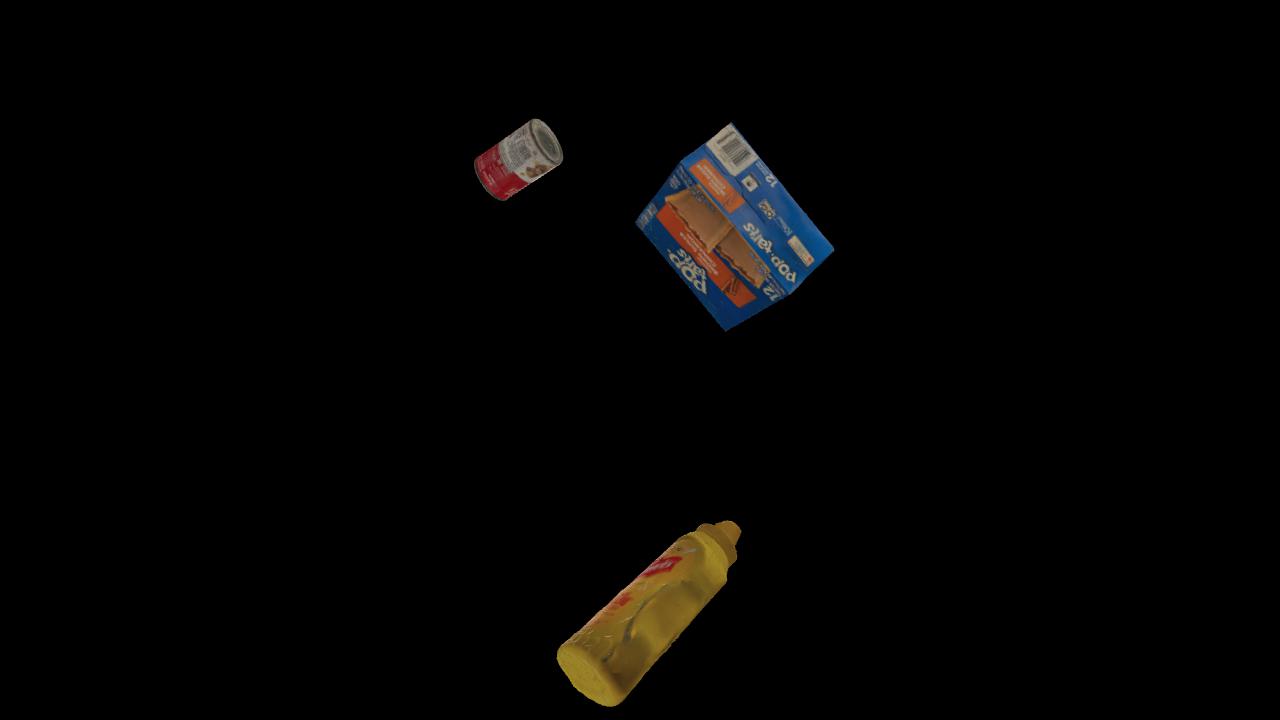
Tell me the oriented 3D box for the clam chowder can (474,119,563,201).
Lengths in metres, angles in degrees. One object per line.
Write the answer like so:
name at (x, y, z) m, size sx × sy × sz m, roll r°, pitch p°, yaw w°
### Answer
clam chowder can at (-0.163, -0.269, 0.828) m, size 0.102 × 0.068 × 0.068 m, roll -25°, pitch -11°, yaw 25°

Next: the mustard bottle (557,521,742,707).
mustard bottle at (0.022, 0.191, 0.500) m, size 0.184 × 0.054 × 0.092 m, roll -33°, pitch -8°, yaw -35°

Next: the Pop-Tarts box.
Pop-Tarts box at (0.094, -0.134, 0.659) m, size 0.083 × 0.167 × 0.141 m, roll -41°, pitch 3°, yaw -22°
